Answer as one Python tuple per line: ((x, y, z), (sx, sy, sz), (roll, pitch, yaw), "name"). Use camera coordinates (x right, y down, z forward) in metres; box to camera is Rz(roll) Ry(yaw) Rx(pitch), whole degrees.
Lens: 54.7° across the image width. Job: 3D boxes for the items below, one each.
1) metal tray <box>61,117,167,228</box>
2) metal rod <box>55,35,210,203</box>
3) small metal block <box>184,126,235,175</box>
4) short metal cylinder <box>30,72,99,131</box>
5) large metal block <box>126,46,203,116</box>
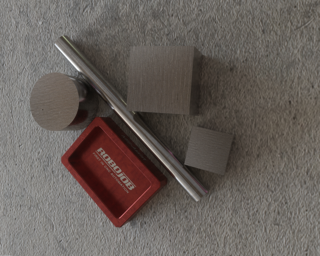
((-0.065, 0.058, 0.429), (0.130, 0.030, 0.090), (46, 104, 14), "metal tray")
((-0.046, -0.021, 0.425), (0.025, 0.025, 0.300), (-46, 76, 14), "metal rod")
((0.063, 0.027, 0.388), (0.050, 0.025, 0.050), (14, 95, 19), "small metal block")
((-0.136, -0.036, 0.443), (0.080, 0.050, 0.079), (0, 90, 19), "short metal cylinder")
((0.007, -0.058, 0.394), (0.080, 0.050, 0.079), (5, 92, 19), "large metal block")
